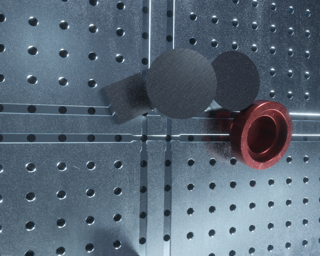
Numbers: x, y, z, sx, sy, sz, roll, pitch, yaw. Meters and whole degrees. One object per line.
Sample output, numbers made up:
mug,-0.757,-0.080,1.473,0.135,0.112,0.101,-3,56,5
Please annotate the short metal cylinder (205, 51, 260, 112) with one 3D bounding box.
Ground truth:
short metal cylinder,0.090,-0.062,0.432,0.081,0.050,0.080,0,90,-20

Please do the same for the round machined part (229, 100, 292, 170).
round machined part,0.140,0.007,0.447,0.099,0.042,0.097,-7,105,-26

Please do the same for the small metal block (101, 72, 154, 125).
small metal block,-0.041,-0.037,0.397,0.050,0.025,0.050,-26,99,-18

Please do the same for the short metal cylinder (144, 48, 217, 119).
short metal cylinder,0.022,-0.050,0.371,0.081,0.050,0.079,0,91,-6
